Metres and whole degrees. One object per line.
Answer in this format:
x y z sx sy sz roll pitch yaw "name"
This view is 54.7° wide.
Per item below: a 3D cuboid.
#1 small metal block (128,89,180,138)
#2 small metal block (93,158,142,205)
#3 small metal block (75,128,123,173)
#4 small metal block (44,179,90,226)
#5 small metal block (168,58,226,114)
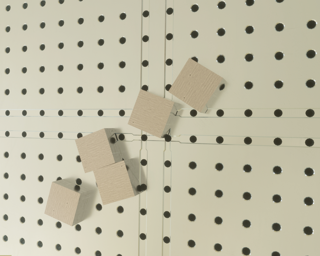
-0.008 -0.019 0.415 0.050 0.025 0.050 23 97 18 "small metal block"
-0.059 0.075 0.432 0.050 0.025 0.050 -20 84 18 "small metal block"
-0.087 0.032 0.442 0.050 0.025 0.050 -20 83 18 "small metal block"
-0.138 0.110 0.460 0.050 0.025 0.050 17 96 18 "small metal block"
0.047 -0.053 0.395 0.050 0.025 0.050 35 101 16 "small metal block"
